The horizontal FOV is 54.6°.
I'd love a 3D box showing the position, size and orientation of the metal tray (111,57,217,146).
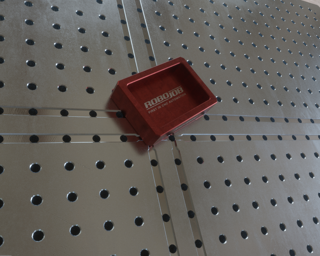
[{"bbox_3d":[0.009,-0.042,0.434,0.131,0.030,0.090,-30,78,-38],"label":"metal tray"}]
